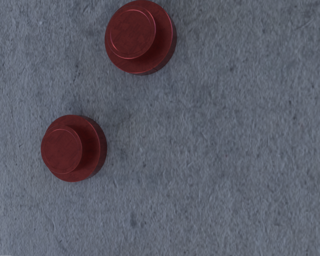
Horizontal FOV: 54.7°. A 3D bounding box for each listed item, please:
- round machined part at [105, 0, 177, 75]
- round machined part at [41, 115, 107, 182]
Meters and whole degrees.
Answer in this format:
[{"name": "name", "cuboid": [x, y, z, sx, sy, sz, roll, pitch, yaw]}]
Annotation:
[{"name": "round machined part", "cuboid": [-0.030, -0.121, 0.410, 0.098, 0.042, 0.097, 0, 90, 19]}, {"name": "round machined part", "cuboid": [-0.129, 0.030, 0.444, 0.098, 0.042, 0.097, 0, 90, 19]}]
